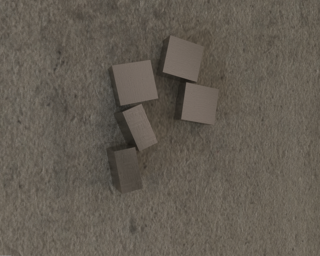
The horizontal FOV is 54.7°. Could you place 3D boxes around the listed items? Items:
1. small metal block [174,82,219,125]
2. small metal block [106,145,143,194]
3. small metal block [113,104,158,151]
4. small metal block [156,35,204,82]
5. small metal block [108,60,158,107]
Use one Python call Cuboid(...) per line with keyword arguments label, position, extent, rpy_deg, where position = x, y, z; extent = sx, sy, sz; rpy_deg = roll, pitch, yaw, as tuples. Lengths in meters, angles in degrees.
Cuboid(label="small metal block", position=(0.050, -0.032, 0.429), extent=(0.050, 0.025, 0.050), rpy_deg=(9, 87, -20))
Cuboid(label="small metal block", position=(-0.045, 0.049, 0.380), extent=(0.025, 0.050, 0.050), rpy_deg=(-11, 94, -20))
Cuboid(label="small metal block", position=(-0.031, -0.001, 0.385), extent=(0.025, 0.050, 0.050), rpy_deg=(-25, 99, -18))
Cuboid(label="small metal block", position=(0.027, -0.091, 0.420), extent=(0.050, 0.025, 0.050), rpy_deg=(13, 86, -20))
Cuboid(label="small metal block", position=(-0.034, -0.057, 0.397), extent=(0.050, 0.025, 0.050), rpy_deg=(-13, 95, -20))
